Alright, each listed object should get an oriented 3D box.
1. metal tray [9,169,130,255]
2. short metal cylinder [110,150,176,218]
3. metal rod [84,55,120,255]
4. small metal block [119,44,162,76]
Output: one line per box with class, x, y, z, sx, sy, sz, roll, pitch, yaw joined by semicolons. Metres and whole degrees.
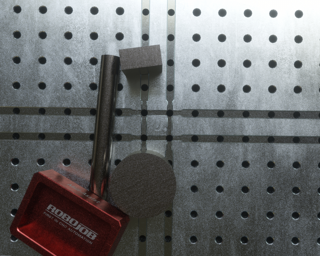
metal tray;-0.115;0.121;0.390;0.130;0.030;0.090;27;95;13
short metal cylinder;-0.020;0.070;0.401;0.081;0.050;0.080;0;90;0
metal rod;-0.079;0.054;0.412;0.025;0.025;0.298;5;90;0
small metal block;-0.024;-0.086;0.400;0.050;0.050;0.025;-7;90;0
